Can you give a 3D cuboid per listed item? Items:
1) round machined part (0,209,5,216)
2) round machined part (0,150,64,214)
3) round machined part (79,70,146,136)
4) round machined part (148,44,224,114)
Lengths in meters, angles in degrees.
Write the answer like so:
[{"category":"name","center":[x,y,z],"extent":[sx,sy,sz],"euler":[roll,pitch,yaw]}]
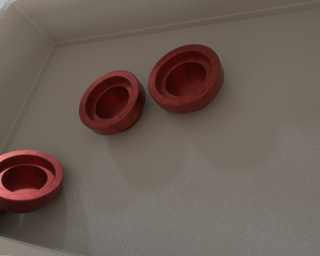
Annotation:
[{"category":"round machined part","center":[-0.260,0.101,0.446],"extent":[0.098,0.099,0.042],"euler":[24,113,36]},{"category":"round machined part","center":[-0.184,0.077,0.423],"extent":[0.098,0.099,0.042],"euler":[46,132,39]},{"category":"round machined part","center":[-0.064,-0.032,0.448],"extent":[0.098,0.042,0.098],"euler":[-13,56,21]},{"category":"round machined part","center":[0.037,-0.060,0.412],"extent":[0.098,0.042,0.098],"euler":[-13,56,21]}]
